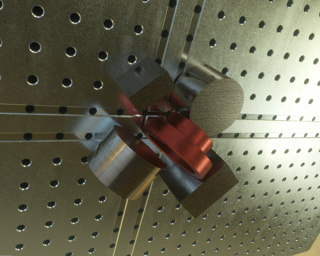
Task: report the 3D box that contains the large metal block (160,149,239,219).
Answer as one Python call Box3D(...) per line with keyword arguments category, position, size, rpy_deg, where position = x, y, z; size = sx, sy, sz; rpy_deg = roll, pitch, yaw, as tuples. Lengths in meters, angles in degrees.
Box3D(category="large metal block", position=(0.051, 0.067, 0.448), size=(0.080, 0.080, 0.050), rpy_deg=(-40, 130, -2))

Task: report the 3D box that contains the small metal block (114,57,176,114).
Box3D(category="small metal block", position=(-0.018, -0.050, 0.355), size=(0.050, 0.050, 0.025), rpy_deg=(-36, 130, -5))

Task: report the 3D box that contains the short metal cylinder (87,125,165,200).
Box3D(category="short metal cylinder", position=(-0.041, 0.041, 0.379), size=(0.050, 0.080, 0.080), rpy_deg=(-50, 129, 6))

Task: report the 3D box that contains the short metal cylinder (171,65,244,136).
Box3D(category="short metal cylinder", position=(0.062, -0.036, 0.408), size=(0.081, 0.050, 0.079), rpy_deg=(-14, 125, -21))

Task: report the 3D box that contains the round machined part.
Box3D(category="round machined part", position=(0.027, 0.017, 0.392), size=(0.042, 0.098, 0.098), rpy_deg=(-50, 130, -9))
